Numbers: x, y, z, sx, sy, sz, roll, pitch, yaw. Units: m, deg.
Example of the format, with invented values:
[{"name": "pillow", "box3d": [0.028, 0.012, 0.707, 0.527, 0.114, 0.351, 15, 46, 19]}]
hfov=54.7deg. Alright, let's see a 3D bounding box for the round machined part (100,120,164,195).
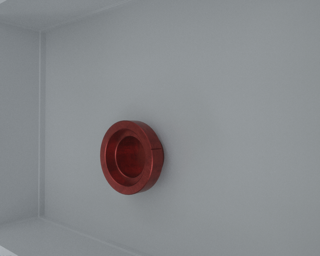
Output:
[{"name": "round machined part", "box3d": [-0.033, 0.039, 0.421, 0.098, 0.042, 0.097, 0, 90, 39]}]
